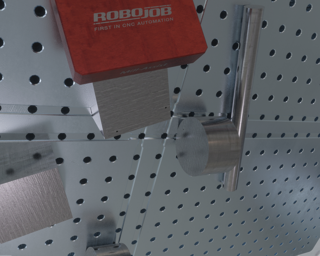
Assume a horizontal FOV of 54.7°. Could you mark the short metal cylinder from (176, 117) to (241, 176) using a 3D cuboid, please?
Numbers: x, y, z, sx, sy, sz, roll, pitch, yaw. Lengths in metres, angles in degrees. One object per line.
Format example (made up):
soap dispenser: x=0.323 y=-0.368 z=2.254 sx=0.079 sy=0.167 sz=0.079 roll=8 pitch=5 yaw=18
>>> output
short metal cylinder: x=0.064 y=0.024 z=0.425 sx=0.050 sy=0.080 sz=0.079 roll=-2 pitch=120 yaw=-27

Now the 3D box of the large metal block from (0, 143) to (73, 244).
large metal block: x=-0.154 y=0.074 z=0.357 sx=0.081 sy=0.050 sz=0.079 roll=-16 pitch=125 yaw=-19

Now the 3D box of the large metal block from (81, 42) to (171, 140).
large metal block: x=-0.037 y=-0.044 z=0.347 sx=0.081 sy=0.050 sz=0.079 roll=-18 pitch=126 yaw=-18

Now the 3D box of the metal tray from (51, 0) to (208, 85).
metal tray: x=-0.028 y=-0.100 z=0.298 sx=0.131 sy=0.030 sz=0.090 roll=-15 pitch=86 yaw=-20

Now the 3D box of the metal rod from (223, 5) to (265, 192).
metal rod: x=0.119 y=-0.024 z=0.461 sx=0.025 sy=0.025 sz=0.298 roll=-15 pitch=125 yaw=-20

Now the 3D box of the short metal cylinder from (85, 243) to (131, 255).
short metal cylinder: x=-0.079 y=0.219 z=0.467 sx=0.050 sy=0.080 sz=0.079 roll=5 pitch=116 yaw=-31
